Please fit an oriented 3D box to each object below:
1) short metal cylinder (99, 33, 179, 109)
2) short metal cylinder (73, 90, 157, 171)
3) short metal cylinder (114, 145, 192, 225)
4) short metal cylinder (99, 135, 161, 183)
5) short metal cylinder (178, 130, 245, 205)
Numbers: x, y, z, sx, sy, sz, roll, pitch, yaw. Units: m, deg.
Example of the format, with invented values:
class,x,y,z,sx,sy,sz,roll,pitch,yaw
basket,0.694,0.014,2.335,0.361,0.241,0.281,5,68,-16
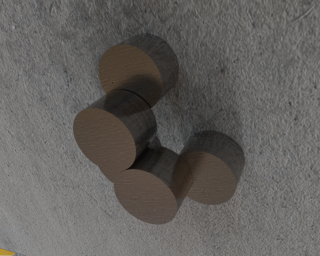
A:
class,x,y,z,sx,sy,sz,roll,pitch,yaw
short metal cylinder,-0.024,-0.066,0.365,0.080,0.050,0.079,13,124,21
short metal cylinder,-0.051,0.003,0.355,0.080,0.050,0.079,13,124,21
short metal cylinder,-0.007,0.068,0.372,0.080,0.050,0.079,13,124,20
short metal cylinder,-0.043,0.039,0.439,0.080,0.050,0.079,13,124,21
short metal cylinder,0.061,0.049,0.390,0.080,0.050,0.079,13,124,21
